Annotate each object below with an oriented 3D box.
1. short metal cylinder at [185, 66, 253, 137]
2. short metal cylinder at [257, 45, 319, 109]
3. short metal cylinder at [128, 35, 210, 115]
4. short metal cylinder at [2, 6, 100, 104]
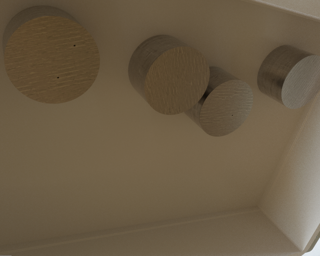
[{"bbox_3d":[0.075,-0.035,0.411,0.081,0.050,0.079,-14,124,-21],"label":"short metal cylinder"},{"bbox_3d":[0.190,-0.074,0.450,0.081,0.050,0.079,-14,124,-21],"label":"short metal cylinder"},{"bbox_3d":[0.010,-0.062,0.359,0.081,0.050,0.079,-14,124,-21],"label":"short metal cylinder"},{"bbox_3d":[-0.103,-0.070,0.293,0.081,0.050,0.079,-14,124,-21],"label":"short metal cylinder"}]
